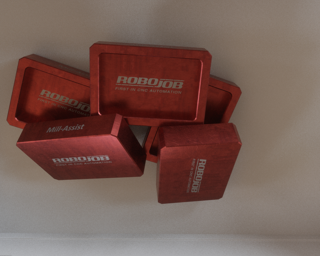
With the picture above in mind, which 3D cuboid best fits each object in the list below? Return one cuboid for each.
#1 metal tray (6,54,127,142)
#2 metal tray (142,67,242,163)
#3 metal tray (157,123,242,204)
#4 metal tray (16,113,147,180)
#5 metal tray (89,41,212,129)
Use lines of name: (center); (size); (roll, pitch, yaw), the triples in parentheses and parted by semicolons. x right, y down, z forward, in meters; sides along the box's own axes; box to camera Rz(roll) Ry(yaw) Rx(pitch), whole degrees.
metal tray: (-0.116, -0.029, 0.393); (0.131, 0.030, 0.089); (18, 109, -7)
metal tray: (0.037, -0.009, 0.404); (0.091, 0.030, 0.129); (18, 109, -7)
metal tray: (0.043, 0.049, 0.391); (0.091, 0.030, 0.129); (-3, 139, -5)
metal tray: (-0.093, 0.028, 0.379); (0.130, 0.030, 0.090); (-5, 141, 18)
metal tray: (-0.012, -0.049, 0.356); (0.131, 0.030, 0.089); (3, 110, -2)
